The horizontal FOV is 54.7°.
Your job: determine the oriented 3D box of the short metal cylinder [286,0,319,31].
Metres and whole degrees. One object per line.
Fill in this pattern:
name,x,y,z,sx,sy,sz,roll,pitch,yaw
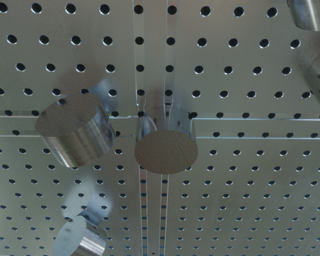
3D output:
short metal cylinder,0.150,-0.130,0.267,0.080,0.080,0.050,-24,126,19

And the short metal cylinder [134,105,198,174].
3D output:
short metal cylinder,0.008,0.016,0.409,0.081,0.050,0.079,0,131,0

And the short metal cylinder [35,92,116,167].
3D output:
short metal cylinder,-0.100,0.001,0.375,0.080,0.080,0.050,-12,129,9

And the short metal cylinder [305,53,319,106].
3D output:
short metal cylinder,0.217,-0.053,0.353,0.081,0.050,0.079,0,130,0

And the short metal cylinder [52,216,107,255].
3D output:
short metal cylinder,-0.142,0.203,0.547,0.080,0.080,0.050,-29,124,22
